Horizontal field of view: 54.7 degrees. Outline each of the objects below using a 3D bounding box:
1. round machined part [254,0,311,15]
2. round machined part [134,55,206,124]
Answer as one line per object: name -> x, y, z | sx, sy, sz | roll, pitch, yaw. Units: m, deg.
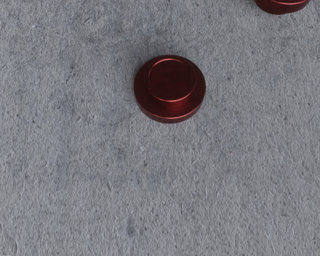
round machined part -> 0.186, -0.216, 0.479 | 0.099, 0.042, 0.098 | 0, 70, 0
round machined part -> 0.013, -0.059, 0.420 | 0.099, 0.042, 0.098 | 0, 70, 0
